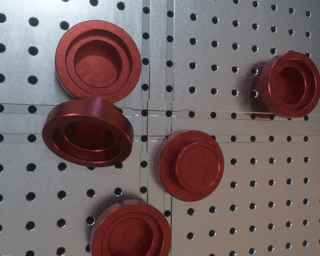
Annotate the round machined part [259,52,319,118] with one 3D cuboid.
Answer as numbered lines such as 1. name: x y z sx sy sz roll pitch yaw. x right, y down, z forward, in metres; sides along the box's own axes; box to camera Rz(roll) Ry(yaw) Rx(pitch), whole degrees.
1. round machined part: 0.193 -0.063 0.474 0.099 0.042 0.097 0 90 -20

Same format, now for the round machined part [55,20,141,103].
1. round machined part: -0.076 -0.076 0.375 0.099 0.042 0.097 0 90 -20

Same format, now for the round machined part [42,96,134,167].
1. round machined part: -0.079 0.001 0.355 0.099 0.097 0.042 20 48 -19

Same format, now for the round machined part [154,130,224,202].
1. round machined part: 0.045 0.052 0.420 0.099 0.042 0.097 0 90 -20

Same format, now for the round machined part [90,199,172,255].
1. round machined part: -0.038 0.138 0.389 0.099 0.042 0.097 0 90 -21
